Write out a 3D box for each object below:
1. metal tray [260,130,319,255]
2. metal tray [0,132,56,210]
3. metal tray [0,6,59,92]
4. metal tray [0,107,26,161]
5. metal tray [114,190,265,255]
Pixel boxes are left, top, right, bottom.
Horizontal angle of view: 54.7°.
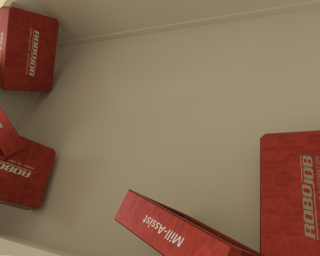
[{"bbox_3d":[0.142,0.066,0.287,0.090,0.030,0.130,-5,59,25],"label":"metal tray"},{"bbox_3d":[-0.217,0.051,0.420,0.030,0.131,0.090,-21,51,40],"label":"metal tray"},{"bbox_3d":[-0.225,-0.129,0.526,0.030,0.091,0.129,16,101,34],"label":"metal tray"},{"bbox_3d":[-0.253,-0.010,0.434,0.090,0.130,0.030,-19,15,41],"label":"metal tray"},{"bbox_3d":[0.032,0.098,0.263,0.130,0.090,0.030,13,74,51],"label":"metal tray"}]
